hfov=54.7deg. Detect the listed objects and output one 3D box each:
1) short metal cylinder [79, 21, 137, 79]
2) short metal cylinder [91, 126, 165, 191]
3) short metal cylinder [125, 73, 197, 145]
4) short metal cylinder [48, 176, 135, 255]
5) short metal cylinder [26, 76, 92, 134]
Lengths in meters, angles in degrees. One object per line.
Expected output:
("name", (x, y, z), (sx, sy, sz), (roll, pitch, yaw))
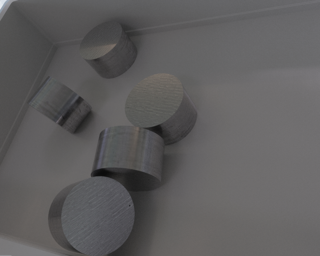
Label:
("short metal cylinder", (-0.085, -0.129, 0.514), (0.080, 0.050, 0.080), (-13, 56, 21))
("short metal cylinder", (-0.036, 0.038, 0.366), (0.080, 0.080, 0.050), (-8, 59, 24))
("short metal cylinder", (0.002, -0.024, 0.403), (0.080, 0.050, 0.080), (-13, 56, 21))
("short metal cylinder", (-0.076, 0.096, 0.342), (0.050, 0.080, 0.080), (-25, 45, 53))
("short metal cylinder", (-0.152, -0.034, 0.471), (0.080, 0.080, 0.050), (26, 76, 37))
